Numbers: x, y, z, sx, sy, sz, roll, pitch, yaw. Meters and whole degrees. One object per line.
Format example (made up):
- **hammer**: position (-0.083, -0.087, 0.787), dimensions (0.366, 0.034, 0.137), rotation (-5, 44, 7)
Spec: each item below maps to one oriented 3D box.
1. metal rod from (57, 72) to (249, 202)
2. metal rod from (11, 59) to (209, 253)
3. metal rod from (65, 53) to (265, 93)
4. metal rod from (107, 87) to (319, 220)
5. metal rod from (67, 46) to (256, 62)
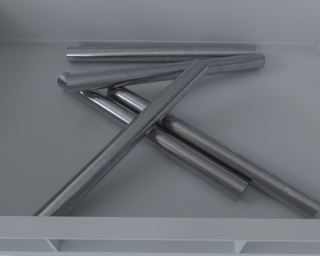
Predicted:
- **metal rod**: position (-0.025, 0.000, 0.404), dimensions (0.300, 0.025, 0.025), rotation (31, 57, 23)
- **metal rod**: position (-0.041, 0.016, 0.363), dimensions (0.025, 0.025, 0.301), rotation (34, 65, 24)
- **metal rod**: position (0.019, -0.083, 0.454), dimensions (0.302, 0.025, 0.025), rotation (-10, 51, -17)
- **metal rod**: position (0.050, 0.017, 0.391), dimensions (0.300, 0.025, 0.025), rotation (31, 57, 23)
- **metal rod**: position (0.003, -0.121, 0.506), dimensions (0.302, 0.025, 0.025), rotation (-1, 50, -1)
